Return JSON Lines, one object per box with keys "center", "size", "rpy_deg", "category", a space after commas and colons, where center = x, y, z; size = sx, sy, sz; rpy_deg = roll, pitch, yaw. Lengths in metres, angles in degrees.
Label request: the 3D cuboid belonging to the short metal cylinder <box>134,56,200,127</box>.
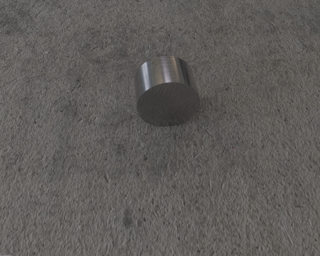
{"center": [0.008, -0.047, 0.407], "size": [0.080, 0.080, 0.050], "rpy_deg": [-5, 50, -4], "category": "short metal cylinder"}
